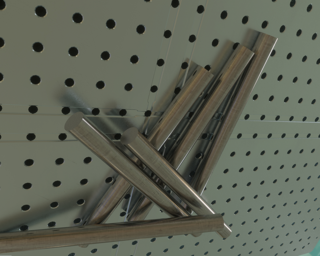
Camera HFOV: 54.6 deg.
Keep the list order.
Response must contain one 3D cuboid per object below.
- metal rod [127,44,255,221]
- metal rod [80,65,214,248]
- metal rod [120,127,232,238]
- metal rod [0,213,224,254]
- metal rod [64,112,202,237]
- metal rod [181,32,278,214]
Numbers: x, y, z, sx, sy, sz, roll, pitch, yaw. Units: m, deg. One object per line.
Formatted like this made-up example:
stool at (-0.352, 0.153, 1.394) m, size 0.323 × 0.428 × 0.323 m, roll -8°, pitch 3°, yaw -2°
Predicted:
metal rod at (0.037, 0.019, 0.442) m, size 0.025 × 0.025 × 0.299 m, roll 22°, pitch 107°, yaw -36°
metal rod at (-0.027, 0.045, 0.423) m, size 0.025 × 0.025 × 0.299 m, roll 28°, pitch 103°, yaw -38°
metal rod at (0.040, 0.097, 0.457) m, size 0.025 × 0.025 × 0.300 m, roll -41°, pitch 129°, yaw 0°
metal rod at (-0.057, 0.143, 0.426) m, size 0.302 × 0.025 × 0.025 m, roll -1°, pitch 120°, yaw -13°
metal rod at (-0.014, 0.081, 0.418) m, size 0.025 × 0.025 × 0.300 m, roll -41°, pitch 130°, yaw 0°
metal rod at (0.094, 0.006, 0.465) m, size 0.025 × 0.025 × 0.298 m, roll 8°, pitch 114°, yaw -32°
